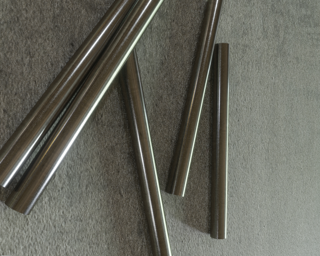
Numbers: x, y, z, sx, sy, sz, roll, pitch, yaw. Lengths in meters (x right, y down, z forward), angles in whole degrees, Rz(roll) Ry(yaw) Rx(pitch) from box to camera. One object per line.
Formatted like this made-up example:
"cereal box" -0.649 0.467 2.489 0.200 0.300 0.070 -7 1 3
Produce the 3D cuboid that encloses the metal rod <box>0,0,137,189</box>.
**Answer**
"metal rod" -0.082 -0.073 0.335 0.025 0.025 0.300 43 64 -32

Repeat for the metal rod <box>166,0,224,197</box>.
"metal rod" 0.053 -0.053 0.448 0.025 0.025 0.299 21 77 -38

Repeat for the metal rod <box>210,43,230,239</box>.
"metal rod" 0.094 0.019 0.482 0.025 0.025 0.298 2 89 -40

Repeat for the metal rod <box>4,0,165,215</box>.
"metal rod" -0.064 -0.050 0.331 0.025 0.025 0.300 39 72 -33

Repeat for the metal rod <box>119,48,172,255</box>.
"metal rod" -0.017 0.051 0.390 0.025 0.025 0.298 -16 101 -39
